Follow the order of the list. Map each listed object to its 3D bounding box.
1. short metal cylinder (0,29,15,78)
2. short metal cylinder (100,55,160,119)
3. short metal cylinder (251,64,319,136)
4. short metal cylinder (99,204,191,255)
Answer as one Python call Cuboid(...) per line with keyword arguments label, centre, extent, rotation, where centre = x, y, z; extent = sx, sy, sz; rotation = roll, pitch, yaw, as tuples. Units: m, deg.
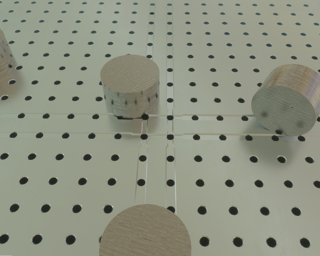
Cuboid(label="short metal cylinder", centre=(-0.279, -0.118, 0.489), extent=(0.081, 0.050, 0.080), rotation=(0, 50, 0))
Cuboid(label="short metal cylinder", centre=(-0.041, -0.060, 0.441), extent=(0.081, 0.050, 0.080), rotation=(0, 50, 0))
Cuboid(label="short metal cylinder", centre=(0.168, -0.036, 0.403), extent=(0.080, 0.080, 0.050), rotation=(28, 56, 21))
Cuboid(label="short metal cylinder", centre=(-0.013, 0.120, 0.291), extent=(0.081, 0.050, 0.080), rotation=(0, 50, 0))
